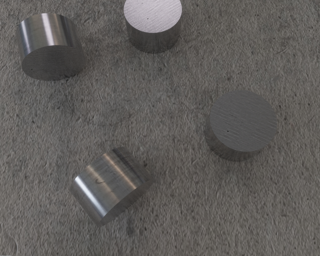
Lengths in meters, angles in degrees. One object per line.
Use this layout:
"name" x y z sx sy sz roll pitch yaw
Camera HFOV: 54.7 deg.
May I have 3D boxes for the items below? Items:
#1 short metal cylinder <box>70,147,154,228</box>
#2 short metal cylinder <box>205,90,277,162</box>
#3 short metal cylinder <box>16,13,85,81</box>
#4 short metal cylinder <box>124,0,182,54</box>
"short metal cylinder" -0.054 0.067 0.354 0.080 0.080 0.050 -39 75 -13
"short metal cylinder" 0.100 -0.002 0.396 0.081 0.050 0.080 0 70 0
"short metal cylinder" -0.146 -0.106 0.417 0.080 0.080 0.050 -16 71 -6
"short metal cylinder" -0.010 -0.157 0.452 0.081 0.050 0.080 0 70 0
